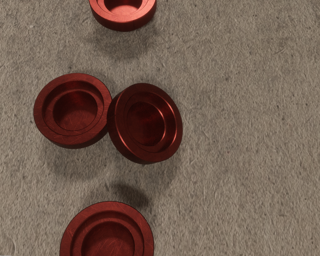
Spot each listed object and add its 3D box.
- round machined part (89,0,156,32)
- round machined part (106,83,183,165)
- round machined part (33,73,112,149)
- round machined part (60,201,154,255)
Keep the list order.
[{"bbox_3d":[-0.054,-0.185,0.466,0.099,0.042,0.098,0,70,-1],"label":"round machined part"},{"bbox_3d":[-0.022,-0.003,0.383,0.099,0.042,0.098,13,68,-35],"label":"round machined part"},{"bbox_3d":[-0.108,-0.019,0.404,0.099,0.042,0.098,0,70,0],"label":"round machined part"},{"bbox_3d":[-0.057,0.135,0.344,0.099,0.042,0.098,2,62,-4],"label":"round machined part"}]
